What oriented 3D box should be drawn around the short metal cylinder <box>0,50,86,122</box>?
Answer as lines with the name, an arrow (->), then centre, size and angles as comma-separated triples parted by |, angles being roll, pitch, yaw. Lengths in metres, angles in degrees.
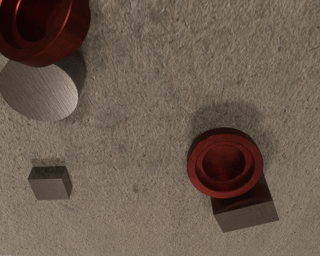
short metal cylinder -> -0.127, -0.054, 0.343 | 0.081, 0.050, 0.079 | 0, 130, 0

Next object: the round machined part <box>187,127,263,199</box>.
round machined part -> 0.086, 0.044, 0.423 | 0.099, 0.042, 0.097 | 1, 112, 3

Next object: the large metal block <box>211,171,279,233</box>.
large metal block -> 0.119, 0.098, 0.456 | 0.080, 0.080, 0.050 | -18, 128, 14

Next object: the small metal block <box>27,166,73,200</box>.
small metal block -> -0.168, 0.085, 0.478 | 0.050, 0.025, 0.050 | -2, 130, 1

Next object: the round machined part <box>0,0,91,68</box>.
round machined part -> -0.104, -0.102, 0.283 | 0.098, 0.098, 0.042 | -27, 163, 20
